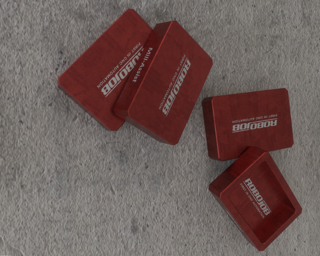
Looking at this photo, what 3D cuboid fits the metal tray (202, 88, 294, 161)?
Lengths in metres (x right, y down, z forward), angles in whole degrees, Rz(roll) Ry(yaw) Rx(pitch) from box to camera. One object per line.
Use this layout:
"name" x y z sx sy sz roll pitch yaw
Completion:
"metal tray" 0.131 -0.007 0.454 0.131 0.030 0.089 -8 93 -20

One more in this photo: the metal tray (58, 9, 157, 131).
"metal tray" -0.050 -0.071 0.388 0.090 0.030 0.130 44 76 -15

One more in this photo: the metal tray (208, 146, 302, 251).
"metal tray" 0.138 0.101 0.439 0.090 0.030 0.130 -41 114 -9

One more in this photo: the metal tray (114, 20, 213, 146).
"metal tray" 0.009 -0.054 0.389 0.090 0.030 0.130 35 75 -39
